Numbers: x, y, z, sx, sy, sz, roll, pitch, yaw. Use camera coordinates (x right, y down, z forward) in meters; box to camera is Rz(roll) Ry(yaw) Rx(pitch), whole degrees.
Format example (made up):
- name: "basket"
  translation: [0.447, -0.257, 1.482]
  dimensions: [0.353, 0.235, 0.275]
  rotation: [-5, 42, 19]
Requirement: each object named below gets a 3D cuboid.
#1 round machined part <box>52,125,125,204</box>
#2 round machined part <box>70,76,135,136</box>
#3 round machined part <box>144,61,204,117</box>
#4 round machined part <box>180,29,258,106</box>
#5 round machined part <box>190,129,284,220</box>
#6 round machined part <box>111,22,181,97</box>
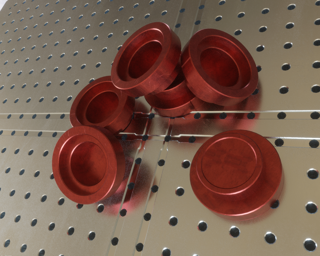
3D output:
- name: "round machined part"
  translation: [-0.087, 0.045, 0.400]
  dimensions: [0.098, 0.042, 0.097]
  rotation: [0, 89, 24]
- name: "round machined part"
  translation: [-0.079, -0.026, 0.455]
  dimensions: [0.098, 0.042, 0.098]
  rotation: [-13, 55, 20]
- name: "round machined part"
  translation: [0.020, -0.067, 0.429]
  dimensions: [0.098, 0.042, 0.098]
  rotation: [-13, 56, 21]
- name: "round machined part"
  translation: [0.068, -0.070, 0.382]
  dimensions: [0.042, 0.099, 0.098]
  rotation: [136, 146, -54]
- name: "round machined part"
  translation: [0.078, 0.044, 0.330]
  dimensions: [0.098, 0.042, 0.098]
  rotation: [-13, 56, 21]
- name: "round machined part"
  translation: [-0.013, -0.081, 0.394]
  dimensions: [0.098, 0.042, 0.098]
  rotation: [-22, 52, 31]
